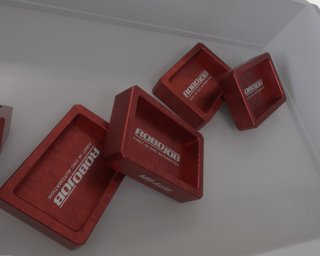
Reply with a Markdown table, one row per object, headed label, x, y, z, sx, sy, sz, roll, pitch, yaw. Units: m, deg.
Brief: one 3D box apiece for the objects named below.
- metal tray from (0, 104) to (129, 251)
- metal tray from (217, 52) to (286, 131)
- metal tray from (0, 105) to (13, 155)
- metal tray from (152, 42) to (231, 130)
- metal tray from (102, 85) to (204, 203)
| label | x | y | z | sx | sy | sz | roll | pitch | yaw |
| --- | --- | --- | --- | --- | --- | --- | --- | --- | --- |
| metal tray | -0.088 | 0.046 | 0.326 | 0.090 | 0.030 | 0.130 | 34 | 51 | -6 |
| metal tray | 0.150 | -0.061 | 0.493 | 0.131 | 0.030 | 0.090 | -31 | 101 | -43 |
| metal tray | -0.174 | -0.006 | 0.252 | 0.091 | 0.130 | 0.030 | 9 | 94 | -24 |
| metal tray | 0.060 | -0.068 | 0.475 | 0.090 | 0.030 | 0.131 | 41 | 51 | 0 |
| metal tray | 0.000 | 0.022 | 0.356 | 0.130 | 0.030 | 0.090 | 35 | 47 | -36 |
